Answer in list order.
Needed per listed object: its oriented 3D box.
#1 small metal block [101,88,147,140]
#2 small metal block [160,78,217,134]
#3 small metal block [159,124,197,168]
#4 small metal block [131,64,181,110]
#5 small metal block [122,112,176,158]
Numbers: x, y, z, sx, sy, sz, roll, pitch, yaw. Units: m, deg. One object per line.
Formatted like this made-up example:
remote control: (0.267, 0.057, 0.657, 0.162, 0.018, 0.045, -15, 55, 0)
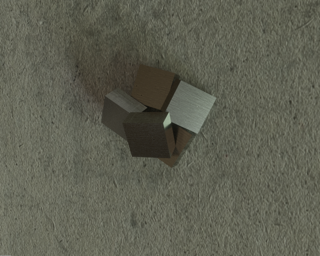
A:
small metal block: (-0.049, -0.017, 0.414, 0.050, 0.025, 0.050, 35, 137, 15)
small metal block: (0.034, -0.028, 0.386, 0.050, 0.025, 0.050, 24, 99, -16)
small metal block: (0.011, 0.016, 0.406, 0.050, 0.025, 0.050, 34, 101, 16)
small metal block: (-0.006, -0.053, 0.412, 0.050, 0.025, 0.050, 18, 96, 18)
small metal block: (-0.012, 0.008, 0.375, 0.050, 0.025, 0.050, 0, 123, 19)
